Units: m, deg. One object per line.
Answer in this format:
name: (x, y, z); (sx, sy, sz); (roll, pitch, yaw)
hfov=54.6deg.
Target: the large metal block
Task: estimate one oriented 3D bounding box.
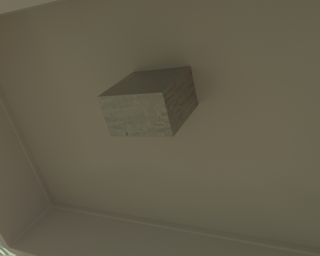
large metal block: (-0.011, -0.031, 0.360); (0.080, 0.080, 0.050); (0, 118, 28)
